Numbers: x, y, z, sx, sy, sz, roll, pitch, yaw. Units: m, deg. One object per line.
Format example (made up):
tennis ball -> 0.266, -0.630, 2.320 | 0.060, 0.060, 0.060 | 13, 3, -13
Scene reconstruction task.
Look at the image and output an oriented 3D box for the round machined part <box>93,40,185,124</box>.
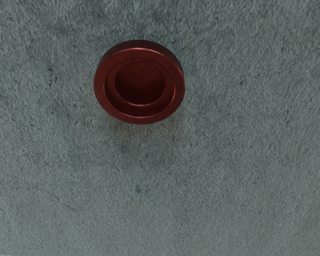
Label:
round machined part -> -0.022, -0.054, 0.350 | 0.099, 0.042, 0.097 | 0, 130, 0
